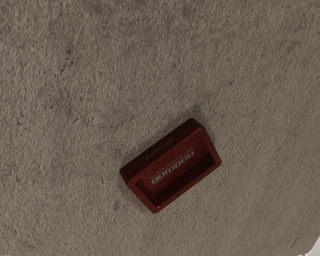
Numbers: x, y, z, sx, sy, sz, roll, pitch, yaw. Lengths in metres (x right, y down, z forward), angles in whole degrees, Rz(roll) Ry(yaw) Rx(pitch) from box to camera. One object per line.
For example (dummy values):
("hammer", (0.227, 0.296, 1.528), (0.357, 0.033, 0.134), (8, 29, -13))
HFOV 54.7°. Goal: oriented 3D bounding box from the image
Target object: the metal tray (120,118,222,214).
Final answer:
("metal tray", (0.019, 0.057, 0.450), (0.130, 0.030, 0.090), (-36, 130, -5))
